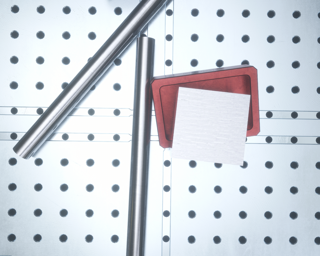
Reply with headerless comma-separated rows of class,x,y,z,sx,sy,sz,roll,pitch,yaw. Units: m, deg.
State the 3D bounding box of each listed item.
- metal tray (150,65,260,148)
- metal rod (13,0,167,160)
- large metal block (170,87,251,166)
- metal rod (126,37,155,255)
metal tray,0.058,-0.028,0.400,0.131,0.030,0.089,-8,106,-1
metal rod,-0.086,-0.080,0.412,0.025,0.025,0.300,41,90,-1
large metal block,0.057,-0.001,0.370,0.081,0.050,0.080,6,88,0
metal rod,-0.026,0.031,0.413,0.025,0.025,0.298,3,90,-1
